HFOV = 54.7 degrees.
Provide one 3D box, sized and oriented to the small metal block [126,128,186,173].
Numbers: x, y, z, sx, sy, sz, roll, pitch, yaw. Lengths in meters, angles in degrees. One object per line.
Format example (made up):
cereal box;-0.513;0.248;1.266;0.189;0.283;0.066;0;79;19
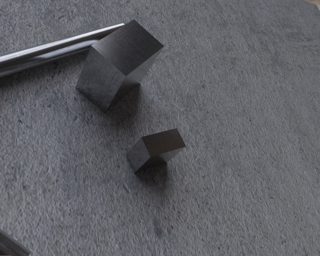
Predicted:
small metal block;-0.006;0.027;0.370;0.050;0.050;0.025;-14;69;-34

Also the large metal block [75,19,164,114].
large metal block;-0.051;-0.077;0.389;0.050;0.080;0.080;42;51;0

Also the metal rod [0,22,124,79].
metal rod;-0.157;-0.082;0.369;0.302;0.025;0.025;-32;80;-38

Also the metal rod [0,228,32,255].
metal rod;-0.238;0.025;0.260;0.300;0.025;0.025;38;51;-3
